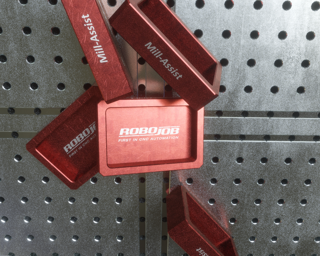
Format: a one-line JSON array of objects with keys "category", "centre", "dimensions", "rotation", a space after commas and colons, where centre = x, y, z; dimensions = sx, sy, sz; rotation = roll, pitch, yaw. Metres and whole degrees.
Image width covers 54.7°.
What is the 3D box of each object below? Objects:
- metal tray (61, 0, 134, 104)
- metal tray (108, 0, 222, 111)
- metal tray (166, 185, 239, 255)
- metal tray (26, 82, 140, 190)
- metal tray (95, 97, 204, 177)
[{"category": "metal tray", "centre": [-0.067, -0.099, 0.339], "dimensions": [0.030, 0.090, 0.129], "rotation": [-20, 109, 1]}, {"category": "metal tray", "centre": [0.014, -0.090, 0.343], "dimensions": [0.130, 0.090, 0.030], "rotation": [44, 122, -15]}, {"category": "metal tray", "centre": [0.062, 0.152, 0.435], "dimensions": [0.030, 0.090, 0.130], "rotation": [-39, 106, 13]}, {"category": "metal tray", "centre": [-0.098, 0.012, 0.413], "dimensions": [0.130, 0.030, 0.090], "rotation": [-39, 106, 12]}, {"category": "metal tray", "centre": [-0.012, 0.008, 0.383], "dimensions": [0.131, 0.030, 0.089], "rotation": [-3, 98, -16]}]
